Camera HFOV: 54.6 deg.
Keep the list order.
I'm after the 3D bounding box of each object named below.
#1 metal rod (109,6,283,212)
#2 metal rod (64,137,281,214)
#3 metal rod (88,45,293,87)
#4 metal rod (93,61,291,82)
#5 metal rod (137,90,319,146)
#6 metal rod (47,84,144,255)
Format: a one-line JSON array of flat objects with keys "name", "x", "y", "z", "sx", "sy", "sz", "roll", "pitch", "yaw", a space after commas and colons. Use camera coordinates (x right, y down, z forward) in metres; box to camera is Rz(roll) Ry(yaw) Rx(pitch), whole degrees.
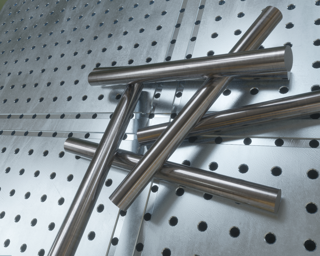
[{"name": "metal rod", "x": 0.047, "y": -0.029, "z": 0.368, "sx": 0.025, "sy": 0.025, "sz": 0.300, "roll": 34, "pitch": 80, "yaw": 38}, {"name": "metal rod", "x": -0.009, "y": 0.049, "z": 0.384, "sx": 0.300, "sy": 0.025, "sz": 0.025, "roll": 11, "pitch": 67, "yaw": 32}, {"name": "metal rod", "x": 0.010, "y": -0.072, "z": 0.395, "sx": 0.300, "sy": 0.025, "sz": 0.025, "roll": 3, "pitch": 63, "yaw": 40}, {"name": "metal rod", "x": 0.024, "y": -0.079, "z": 0.444, "sx": 0.300, "sy": 0.025, "sz": 0.025, "roll": 4, "pitch": 64, "yaw": 30}, {"name": "metal rod", "x": 0.112, "y": -0.016, "z": 0.359, "sx": 0.300, "sy": 0.025, "sz": 0.025, "roll": -12, "pitch": 57, "yaw": 21}, {"name": "metal rod", "x": -0.073, "y": 0.047, "z": 0.376, "sx": 0.025, "sy": 0.025, "sz": 0.300, "roll": -4, "pitch": 47, "yaw": 26}]
